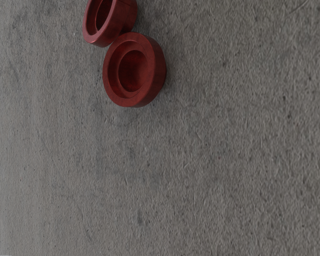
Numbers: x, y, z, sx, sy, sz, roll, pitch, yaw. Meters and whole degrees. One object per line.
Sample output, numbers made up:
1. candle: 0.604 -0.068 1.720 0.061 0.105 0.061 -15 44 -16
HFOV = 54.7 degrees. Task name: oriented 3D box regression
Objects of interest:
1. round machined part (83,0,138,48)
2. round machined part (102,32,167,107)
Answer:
1. round machined part: -0.068 -0.161 0.440 0.098 0.042 0.098 -18 66 47
2. round machined part: -0.030 -0.076 0.419 0.098 0.042 0.097 0 90 40
